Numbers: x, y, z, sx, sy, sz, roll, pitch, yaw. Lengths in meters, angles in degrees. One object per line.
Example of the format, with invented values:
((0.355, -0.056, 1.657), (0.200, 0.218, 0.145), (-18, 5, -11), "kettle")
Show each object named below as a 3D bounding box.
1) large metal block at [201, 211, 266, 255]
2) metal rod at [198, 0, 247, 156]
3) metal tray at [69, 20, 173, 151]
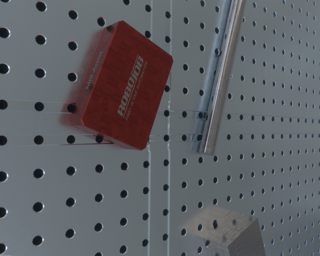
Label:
((0.120, 0.193, 0.494), (0.081, 0.050, 0.080), (-25, 106, -37), "large metal block")
((0.106, -0.103, 0.497), (0.025, 0.025, 0.299), (23, 76, -38), "metal rod")
((-0.041, -0.048, 0.371), (0.090, 0.030, 0.130), (28, 73, -37), "metal tray")
